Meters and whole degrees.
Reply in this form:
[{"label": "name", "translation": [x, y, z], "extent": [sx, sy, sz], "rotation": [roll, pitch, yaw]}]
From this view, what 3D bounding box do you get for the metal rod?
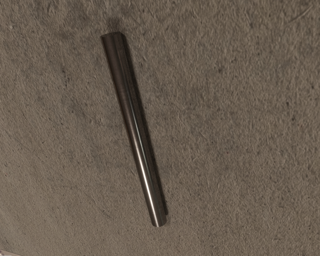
[{"label": "metal rod", "translation": [-0.030, 0.020, 0.433], "extent": [0.025, 0.025, 0.298], "rotation": [2, 120, 27]}]
